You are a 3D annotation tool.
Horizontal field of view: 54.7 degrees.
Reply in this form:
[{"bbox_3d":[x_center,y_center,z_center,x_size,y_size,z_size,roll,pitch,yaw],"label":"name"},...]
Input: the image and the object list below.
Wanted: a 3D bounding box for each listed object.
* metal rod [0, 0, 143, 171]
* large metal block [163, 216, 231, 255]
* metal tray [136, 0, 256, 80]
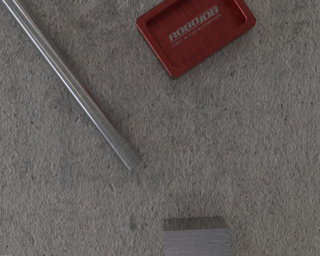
[{"bbox_3d":[-0.122,-0.070,0.408,0.025,0.025,0.299,-37,90,0],"label":"metal rod"},{"bbox_3d":[0.046,0.162,0.398,0.081,0.050,0.080,-3,90,0],"label":"large metal block"},{"bbox_3d":[0.046,-0.135,0.407,0.130,0.030,0.090,-34,90,0],"label":"metal tray"}]
